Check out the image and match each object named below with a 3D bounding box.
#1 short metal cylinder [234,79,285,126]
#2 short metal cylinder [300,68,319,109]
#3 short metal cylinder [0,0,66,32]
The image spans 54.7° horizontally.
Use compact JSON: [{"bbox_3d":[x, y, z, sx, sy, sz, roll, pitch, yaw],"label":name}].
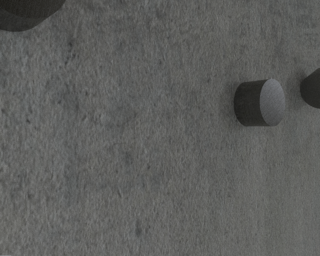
[{"bbox_3d":[0.173,-0.043,0.537,0.081,0.050,0.079,0,90,-40],"label":"short metal cylinder"},{"bbox_3d":[0.355,-0.088,0.671,0.050,0.080,0.080,-32,110,-36],"label":"short metal cylinder"},{"bbox_3d":[-0.131,-0.133,0.279,0.081,0.050,0.079,0,90,-40],"label":"short metal cylinder"}]
